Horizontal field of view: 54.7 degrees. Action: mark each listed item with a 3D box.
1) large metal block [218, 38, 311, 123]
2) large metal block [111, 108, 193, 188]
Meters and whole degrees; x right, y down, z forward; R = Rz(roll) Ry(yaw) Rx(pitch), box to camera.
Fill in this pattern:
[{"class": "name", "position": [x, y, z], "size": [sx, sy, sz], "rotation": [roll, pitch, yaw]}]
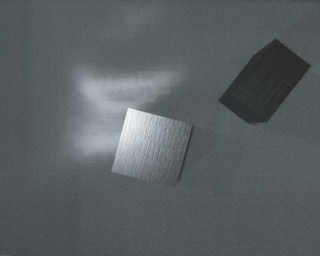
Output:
[{"class": "large metal block", "position": [0.124, -0.053, 0.385], "size": [0.050, 0.080, 0.080], "rotation": [38, 90, 0]}, {"class": "large metal block", "position": [-0.010, 0.024, 0.399], "size": [0.080, 0.050, 0.080], "rotation": [15, 90, 0]}]
